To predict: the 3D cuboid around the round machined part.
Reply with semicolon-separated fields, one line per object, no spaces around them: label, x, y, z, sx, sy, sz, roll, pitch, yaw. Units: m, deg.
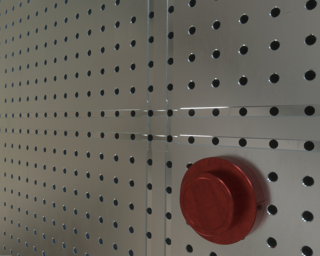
round machined part;0.061;0.082;0.348;0.098;0.042;0.097;0;90;40
